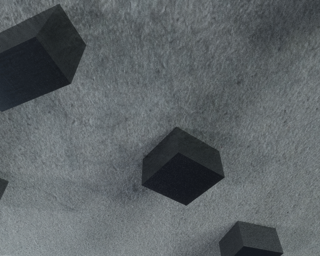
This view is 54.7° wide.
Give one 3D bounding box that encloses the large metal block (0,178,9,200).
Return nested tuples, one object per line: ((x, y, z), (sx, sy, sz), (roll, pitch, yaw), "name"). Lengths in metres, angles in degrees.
((-0.286, 0.122, 0.471), (0.050, 0.080, 0.080), (34, 122, -25), "large metal block")

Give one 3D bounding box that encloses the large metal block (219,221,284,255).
((0.169, 0.226, 0.586), (0.081, 0.050, 0.079), (15, 129, -13), "large metal block")

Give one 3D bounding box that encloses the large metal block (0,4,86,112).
((-0.129, -0.071, 0.309), (0.080, 0.080, 0.050), (-19, 128, 15), "large metal block")

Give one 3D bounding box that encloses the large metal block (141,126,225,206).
((0.031, 0.056, 0.439), (0.080, 0.050, 0.080), (30, 124, -23), "large metal block")
